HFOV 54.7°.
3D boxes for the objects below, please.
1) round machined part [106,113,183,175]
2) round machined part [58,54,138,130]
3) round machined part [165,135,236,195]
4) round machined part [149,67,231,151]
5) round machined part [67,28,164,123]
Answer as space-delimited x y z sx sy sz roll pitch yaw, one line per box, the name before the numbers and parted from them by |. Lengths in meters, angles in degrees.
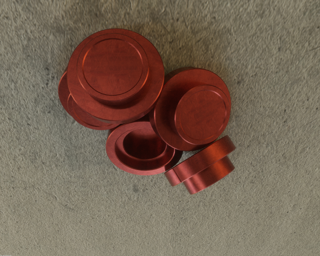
round machined part | -0.020 0.015 0.410 0.099 0.042 0.097 -1 130 0
round machined part | -0.071 -0.036 0.368 0.099 0.042 0.097 -1 130 0
round machined part | 0.058 0.052 0.407 0.098 0.099 0.042 -35 81 26
round machined part | 0.040 -0.019 0.353 0.099 0.042 0.097 -6 108 -20
round machined part | -0.045 -0.055 0.312 0.099 0.097 0.042 1 172 -1
